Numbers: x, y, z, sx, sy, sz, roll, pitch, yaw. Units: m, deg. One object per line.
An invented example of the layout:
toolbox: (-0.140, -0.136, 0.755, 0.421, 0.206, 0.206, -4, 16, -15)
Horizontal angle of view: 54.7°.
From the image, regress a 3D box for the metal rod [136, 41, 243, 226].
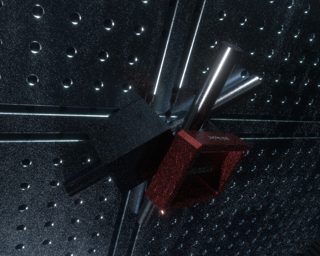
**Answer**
metal rod: (0.027, 0.028, 0.415, 0.025, 0.025, 0.298, 4, 126, -31)

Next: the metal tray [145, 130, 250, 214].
metal tray: (0.050, 0.050, 0.377, 0.131, 0.030, 0.089, 5, 118, -52)

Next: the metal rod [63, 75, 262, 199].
metal rod: (0.011, 0.007, 0.424, 0.301, 0.025, 0.025, -30, 129, -10)

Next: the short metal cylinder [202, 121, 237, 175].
short metal cylinder: (0.066, 0.034, 0.453, 0.081, 0.050, 0.079, -14, 125, -21)

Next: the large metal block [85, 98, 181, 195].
large metal block: (-0.033, 0.019, 0.370, 0.080, 0.080, 0.050, -30, 129, -10)
